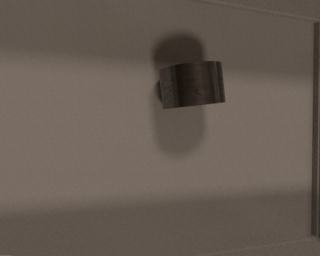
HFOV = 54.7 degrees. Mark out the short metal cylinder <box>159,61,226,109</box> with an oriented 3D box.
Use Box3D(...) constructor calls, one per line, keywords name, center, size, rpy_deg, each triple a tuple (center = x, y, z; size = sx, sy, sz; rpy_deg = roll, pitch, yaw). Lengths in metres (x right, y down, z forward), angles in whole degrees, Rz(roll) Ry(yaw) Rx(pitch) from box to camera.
Box3D(name="short metal cylinder", center=(0.041, -0.053, 0.398), size=(0.081, 0.080, 0.050), rpy_deg=(-7, 93, -20))
